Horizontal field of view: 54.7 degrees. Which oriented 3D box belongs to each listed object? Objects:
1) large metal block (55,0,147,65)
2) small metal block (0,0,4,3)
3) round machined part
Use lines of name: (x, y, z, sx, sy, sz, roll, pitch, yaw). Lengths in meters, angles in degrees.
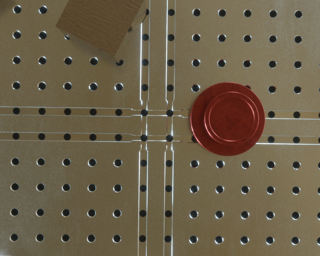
large metal block: (-0.072, -0.140, 0.400, 0.080, 0.050, 0.080, 28, 90, 0)
small metal block: (-0.243, -0.184, 0.411, 0.050, 0.025, 0.050, -38, 90, 0)
round machined part: (0.089, -0.012, 0.405, 0.099, 0.042, 0.097, 0, 90, 0)
